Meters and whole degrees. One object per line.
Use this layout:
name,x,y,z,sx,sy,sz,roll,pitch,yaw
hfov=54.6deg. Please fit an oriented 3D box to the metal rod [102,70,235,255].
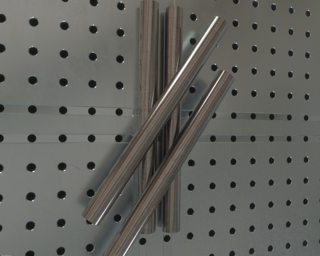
metal rod,0.010,0.053,0.389,0.025,0.025,0.300,36,78,-17

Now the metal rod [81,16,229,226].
metal rod,0.000,-0.017,0.387,0.025,0.025,0.300,37,78,-17

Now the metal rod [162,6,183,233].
metal rod,0.017,-0.011,0.419,0.025,0.025,0.298,1,90,-20

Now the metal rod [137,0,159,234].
metal rod,-0.016,-0.014,0.407,0.025,0.025,0.298,1,90,-20
